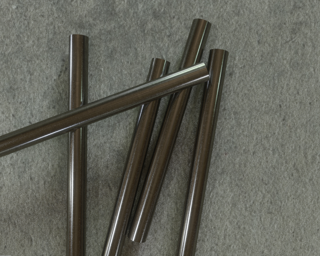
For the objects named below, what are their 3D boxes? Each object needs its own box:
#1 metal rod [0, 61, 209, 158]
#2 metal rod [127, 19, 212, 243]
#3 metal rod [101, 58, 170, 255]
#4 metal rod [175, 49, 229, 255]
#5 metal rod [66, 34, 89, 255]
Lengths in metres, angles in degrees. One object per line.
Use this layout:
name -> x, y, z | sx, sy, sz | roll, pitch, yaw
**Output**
metal rod -> -0.085, -0.018, 0.382 | 0.302, 0.025, 0.025 | -20, 90, -1
metal rod -> 0.013, 0.003, 0.410 | 0.025, 0.025, 0.298 | 17, 90, -1
metal rod -> -0.036, 0.056, 0.409 | 0.025, 0.025, 0.298 | 14, 90, -1
metal rod -> 0.054, 0.046, 0.410 | 0.025, 0.025, 0.298 | 10, 90, -1
metal rod -> -0.109, 0.029, 0.408 | 0.025, 0.025, 0.298 | 1, 90, -1
